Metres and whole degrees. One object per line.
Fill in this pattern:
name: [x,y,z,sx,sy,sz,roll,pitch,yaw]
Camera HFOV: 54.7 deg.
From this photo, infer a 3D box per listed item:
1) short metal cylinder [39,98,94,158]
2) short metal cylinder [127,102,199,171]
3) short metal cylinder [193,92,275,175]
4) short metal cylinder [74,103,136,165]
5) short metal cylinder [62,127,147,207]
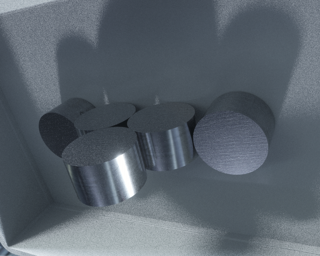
short metal cylinder: [-0.130,0.002,0.460,0.080,0.050,0.079,13,124,21]
short metal cylinder: [0.006,0.008,0.373,0.080,0.080,0.050,2,119,27]
short metal cylinder: [0.084,0.005,0.349,0.080,0.050,0.079,13,124,21]
short metal cylinder: [-0.066,0.006,0.409,0.080,0.080,0.050,2,119,27]
short metal cylinder: [-0.059,0.039,0.338,0.080,0.080,0.050,2,119,27]
